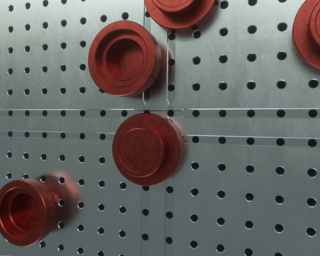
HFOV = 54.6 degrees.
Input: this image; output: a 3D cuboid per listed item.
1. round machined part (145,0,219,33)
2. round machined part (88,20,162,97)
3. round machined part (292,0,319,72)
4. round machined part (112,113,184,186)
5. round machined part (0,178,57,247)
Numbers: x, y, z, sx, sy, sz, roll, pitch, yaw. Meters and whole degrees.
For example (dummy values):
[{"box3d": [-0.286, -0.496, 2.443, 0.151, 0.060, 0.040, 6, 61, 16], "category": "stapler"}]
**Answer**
[{"box3d": [0.025, -0.175, 0.395, 0.098, 0.042, 0.097, 0, 90, 20], "category": "round machined part"}, {"box3d": [-0.044, -0.090, 0.419, 0.098, 0.042, 0.097, 0, 90, 20], "category": "round machined part"}, {"box3d": [0.196, -0.109, 0.334, 0.098, 0.042, 0.097, 0, 90, 20], "category": "round machined part"}, {"box3d": [-0.021, 0.029, 0.411, 0.098, 0.042, 0.097, 0, 90, 20], "category": "round machined part"}, {"box3d": [-0.200, 0.125, 0.475, 0.098, 0.042, 0.097, 0, 90, 20], "category": "round machined part"}]
